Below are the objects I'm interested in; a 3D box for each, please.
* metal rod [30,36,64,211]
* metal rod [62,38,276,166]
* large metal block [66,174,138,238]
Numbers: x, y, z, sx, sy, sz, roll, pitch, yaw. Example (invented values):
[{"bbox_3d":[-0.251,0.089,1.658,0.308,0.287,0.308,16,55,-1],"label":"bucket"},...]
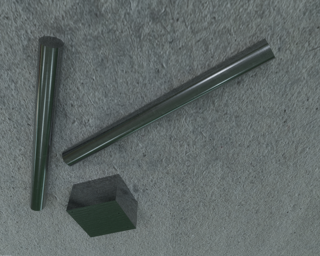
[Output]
[{"bbox_3d":[-0.158,0.018,0.419,0.025,0.025,0.298,13,129,-11],"label":"metal rod"},{"bbox_3d":[-0.005,-0.022,0.388,0.300,0.025,0.025,-27,125,21],"label":"metal rod"},{"bbox_3d":[-0.089,0.126,0.497,0.080,0.050,0.080,-15,129,12],"label":"large metal block"}]
